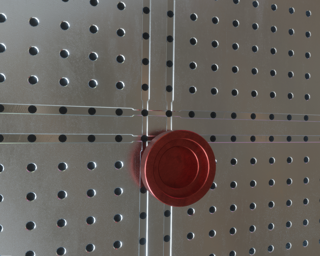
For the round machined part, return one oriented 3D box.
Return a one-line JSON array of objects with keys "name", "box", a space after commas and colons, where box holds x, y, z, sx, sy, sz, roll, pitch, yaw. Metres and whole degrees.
[{"name": "round machined part", "box": [0.021, 0.051, 0.411, 0.099, 0.042, 0.097, 0, 90, -20]}]
